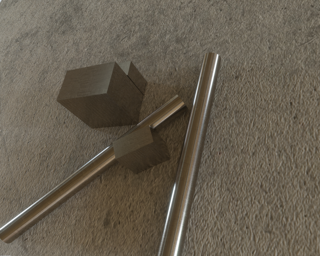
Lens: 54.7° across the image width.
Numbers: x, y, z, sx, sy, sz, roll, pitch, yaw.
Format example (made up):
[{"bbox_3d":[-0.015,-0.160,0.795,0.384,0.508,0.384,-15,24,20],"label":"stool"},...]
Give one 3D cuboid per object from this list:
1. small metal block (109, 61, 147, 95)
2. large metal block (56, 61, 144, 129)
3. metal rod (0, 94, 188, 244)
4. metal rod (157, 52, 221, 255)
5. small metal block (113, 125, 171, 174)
[{"bbox_3d":[-0.055,-0.069,0.457,0.050,0.050,0.025,-5,60,25],"label":"small metal block"},{"bbox_3d":[-0.081,-0.042,0.435,0.080,0.080,0.050,-5,60,25],"label":"large metal block"},{"bbox_3d":[-0.090,0.056,0.415,0.300,0.025,0.025,-37,51,3],"label":"metal rod"},{"bbox_3d":[0.035,0.037,0.361,0.025,0.025,0.300,1,62,28],"label":"metal rod"},{"bbox_3d":[-0.022,0.028,0.381,0.050,0.050,0.025,-25,53,12],"label":"small metal block"}]
